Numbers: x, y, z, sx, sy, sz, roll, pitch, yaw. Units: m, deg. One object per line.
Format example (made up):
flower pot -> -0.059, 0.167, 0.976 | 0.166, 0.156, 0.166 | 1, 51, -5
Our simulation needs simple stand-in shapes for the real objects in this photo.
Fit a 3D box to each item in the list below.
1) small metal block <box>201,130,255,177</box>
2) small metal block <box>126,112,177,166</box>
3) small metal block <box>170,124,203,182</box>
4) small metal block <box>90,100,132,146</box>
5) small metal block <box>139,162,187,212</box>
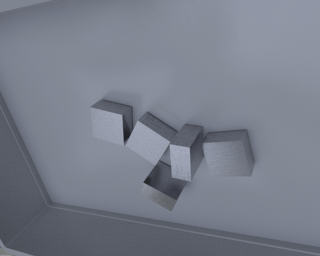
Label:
small metal block -> 0.084, 0.032, 0.380 | 0.050, 0.025, 0.050 | -6, 116, 30
small metal block -> -0.012, 0.015, 0.419 | 0.050, 0.025, 0.050 | 33, 129, 5
small metal block -> 0.035, 0.030, 0.390 | 0.025, 0.050, 0.050 | 9, 122, 23
small metal block -> -0.067, -0.008, 0.434 | 0.050, 0.025, 0.050 | 14, 124, 20
small metal block -> 0.007, 0.080, 0.434 | 0.050, 0.050, 0.025 | 27, 128, 10
